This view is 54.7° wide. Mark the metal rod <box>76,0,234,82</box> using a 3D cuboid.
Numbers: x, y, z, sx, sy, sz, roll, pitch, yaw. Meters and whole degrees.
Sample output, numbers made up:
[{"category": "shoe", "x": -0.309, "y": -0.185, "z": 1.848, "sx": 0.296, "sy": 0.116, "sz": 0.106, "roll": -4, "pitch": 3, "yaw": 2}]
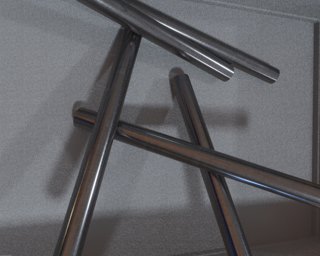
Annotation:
[{"category": "metal rod", "x": -0.024, "y": -0.126, "z": 0.373, "sx": 0.302, "sy": 0.025, "sz": 0.025, "roll": 21, "pitch": 83, "yaw": -30}]

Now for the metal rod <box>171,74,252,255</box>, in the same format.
[{"category": "metal rod", "x": 0.066, "y": 0.066, "z": 0.369, "sx": 0.025, "sy": 0.025, "sz": 0.299, "roll": -8, "pitch": 67, "yaw": -20}]

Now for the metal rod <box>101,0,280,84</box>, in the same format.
[{"category": "metal rod", "x": 0.041, "y": -0.126, "z": 0.426, "sx": 0.302, "sy": 0.025, "sz": 0.025, "roll": 19, "pitch": 84, "yaw": -20}]

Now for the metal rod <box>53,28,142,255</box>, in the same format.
[{"category": "metal rod", "x": -0.062, "y": 0.004, "z": 0.340, "sx": 0.025, "sy": 0.025, "sz": 0.299, "roll": 21, "pitch": 65, "yaw": -19}]

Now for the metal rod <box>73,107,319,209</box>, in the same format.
[{"category": "metal rod", "x": 0.043, "y": 0.032, "z": 0.355, "sx": 0.301, "sy": 0.025, "sz": 0.025, "roll": 18, "pitch": 83, "yaw": 8}]
